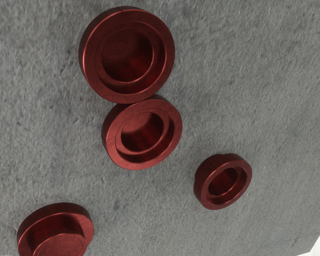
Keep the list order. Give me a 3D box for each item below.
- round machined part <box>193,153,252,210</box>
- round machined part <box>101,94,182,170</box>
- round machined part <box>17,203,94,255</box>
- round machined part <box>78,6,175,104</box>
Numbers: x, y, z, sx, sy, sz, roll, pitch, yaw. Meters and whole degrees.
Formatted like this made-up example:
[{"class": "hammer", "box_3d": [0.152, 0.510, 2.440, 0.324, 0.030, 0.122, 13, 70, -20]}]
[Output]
[{"class": "round machined part", "box_3d": [0.096, 0.081, 0.501, 0.099, 0.042, 0.097, -14, 125, -21]}, {"class": "round machined part", "box_3d": [-0.025, 0.001, 0.384, 0.099, 0.042, 0.097, -14, 125, -21]}, {"class": "round machined part", "box_3d": [-0.137, 0.152, 0.416, 0.099, 0.042, 0.097, -14, 125, -21]}, {"class": "round machined part", "box_3d": [-0.037, -0.078, 0.328, 0.099, 0.042, 0.097, -14, 124, -21]}]
